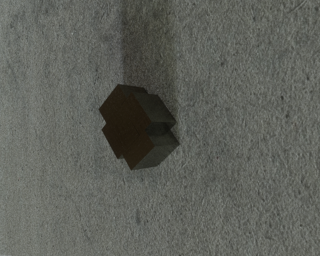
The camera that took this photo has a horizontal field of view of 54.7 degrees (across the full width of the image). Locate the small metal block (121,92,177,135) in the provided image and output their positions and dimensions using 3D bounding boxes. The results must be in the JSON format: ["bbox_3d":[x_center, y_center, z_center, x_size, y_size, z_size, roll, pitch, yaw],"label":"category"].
[{"bbox_3d":[-0.014,-0.018,0.399,0.025,0.050,0.050,-48,62,29],"label":"small metal block"}]

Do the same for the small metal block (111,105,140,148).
[{"bbox_3d":[-0.029,-0.003,0.411,0.025,0.050,0.050,-47,62,30],"label":"small metal block"}]

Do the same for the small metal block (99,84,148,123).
[{"bbox_3d":[-0.047,-0.032,0.426,0.050,0.050,0.025,-46,63,30],"label":"small metal block"}]

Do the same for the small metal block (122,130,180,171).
[{"bbox_3d":[-0.011,0.027,0.397,0.050,0.050,0.025,-46,63,30],"label":"small metal block"}]

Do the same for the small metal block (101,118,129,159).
[{"bbox_3d":[-0.044,0.013,0.423,0.025,0.050,0.050,-47,62,30],"label":"small metal block"}]
